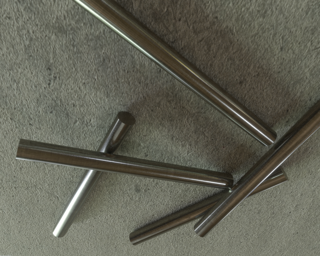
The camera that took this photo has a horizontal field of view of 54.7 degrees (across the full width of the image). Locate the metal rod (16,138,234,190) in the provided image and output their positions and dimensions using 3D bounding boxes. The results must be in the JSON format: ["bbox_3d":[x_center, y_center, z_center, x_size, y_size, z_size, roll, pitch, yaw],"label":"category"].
[{"bbox_3d":[-0.032,0.054,0.425,0.302,0.025,0.025,12,130,-21],"label":"metal rod"}]

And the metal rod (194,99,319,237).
[{"bbox_3d":[0.143,0.062,0.441,0.025,0.025,0.298,25,120,-20],"label":"metal rod"}]

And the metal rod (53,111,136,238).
[{"bbox_3d":[-0.113,0.088,0.480,0.025,0.025,0.298,22,127,-18],"label":"metal rod"}]

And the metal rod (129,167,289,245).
[{"bbox_3d":[0.069,0.138,0.525,0.300,0.025,0.025,-31,124,23],"label":"metal rod"}]

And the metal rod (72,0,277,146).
[{"bbox_3d":[0.033,-0.060,0.355,0.301,0.025,0.025,33,123,-25],"label":"metal rod"}]
